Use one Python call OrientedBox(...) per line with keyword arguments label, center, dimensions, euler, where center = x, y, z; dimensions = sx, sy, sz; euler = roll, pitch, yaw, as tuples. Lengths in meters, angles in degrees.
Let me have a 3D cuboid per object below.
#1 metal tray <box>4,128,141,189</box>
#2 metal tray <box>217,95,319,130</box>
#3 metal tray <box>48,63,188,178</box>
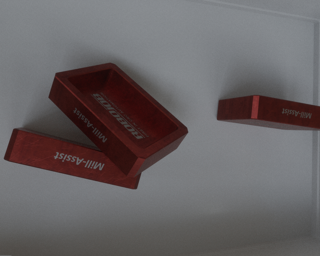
OrientedBox(label="metal tray", center=(-0.093, 0.032, 0.342), dimensions=(0.131, 0.090, 0.030), euler=(17, 85, -20))
OrientedBox(label="metal tray", center=(0.159, -0.019, 0.436), dimensions=(0.131, 0.090, 0.030), euler=(7, 88, -20))
OrientedBox(label="metal tray", center=(-0.043, -0.016, 0.337), dimensions=(0.130, 0.030, 0.091), euler=(42, 36, 15))
